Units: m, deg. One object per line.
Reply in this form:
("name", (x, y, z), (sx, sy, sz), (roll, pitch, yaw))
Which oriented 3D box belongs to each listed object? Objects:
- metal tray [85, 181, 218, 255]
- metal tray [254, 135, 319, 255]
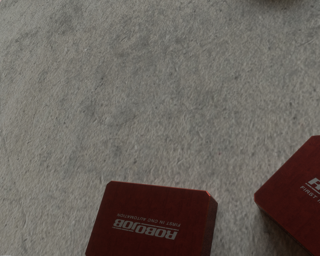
("metal tray", (-0.010, 0.110, 0.337), (0.130, 0.030, 0.090), (1, 62, 28))
("metal tray", (0.162, 0.077, 0.269), (0.090, 0.030, 0.130), (-44, 51, -3))
